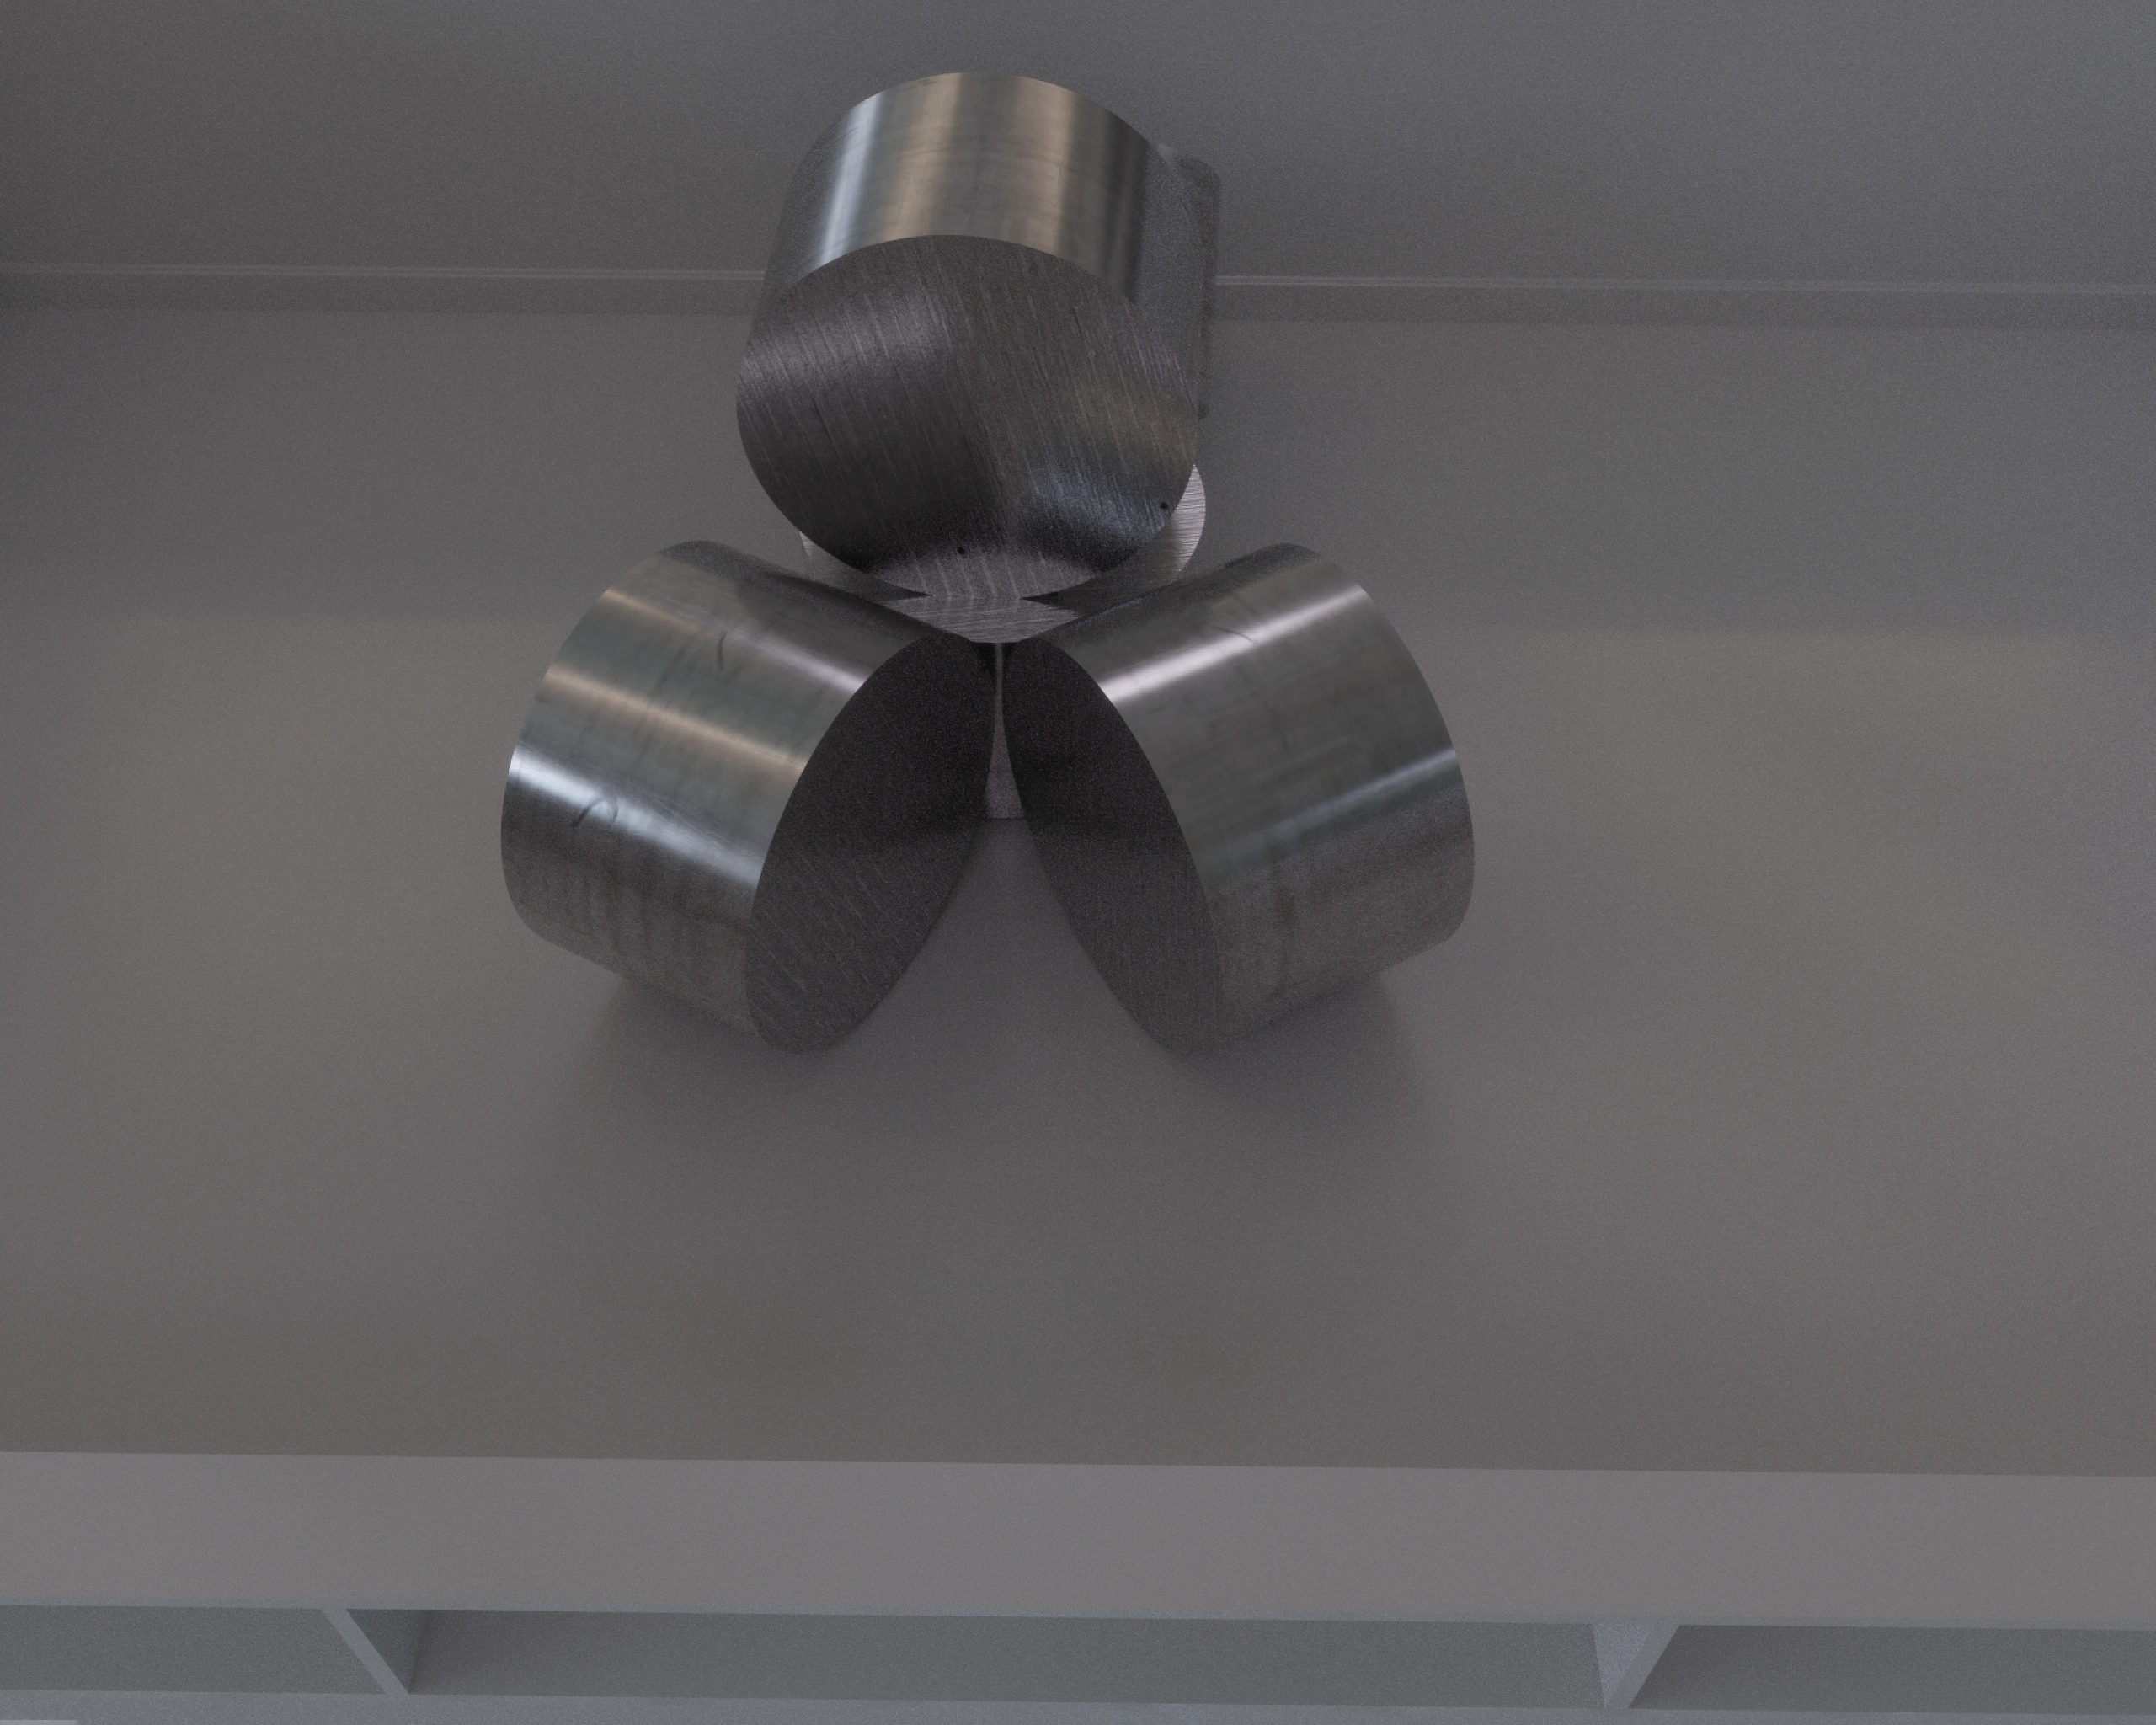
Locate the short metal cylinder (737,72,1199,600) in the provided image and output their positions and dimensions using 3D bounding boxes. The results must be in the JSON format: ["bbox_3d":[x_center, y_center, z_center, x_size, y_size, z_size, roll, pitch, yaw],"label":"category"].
[{"bbox_3d":[-0.018,-0.094,0.381,0.080,0.080,0.050,2,50,2],"label":"short metal cylinder"}]

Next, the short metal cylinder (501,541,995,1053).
[{"bbox_3d":[-0.057,-0.012,0.377,0.050,0.080,0.080,23,54,18],"label":"short metal cylinder"}]

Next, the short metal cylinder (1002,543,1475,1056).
[{"bbox_3d":[0.027,-0.012,0.377,0.050,0.080,0.080,-23,54,-17],"label":"short metal cylinder"}]

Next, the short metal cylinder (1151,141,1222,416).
[{"bbox_3d":[-0.009,-0.128,0.466,0.080,0.080,0.050,3,93,2],"label":"short metal cylinder"}]

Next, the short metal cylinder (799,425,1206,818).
[{"bbox_3d":[-0.015,-0.056,0.432,0.080,0.050,0.080,0,50,0],"label":"short metal cylinder"}]
